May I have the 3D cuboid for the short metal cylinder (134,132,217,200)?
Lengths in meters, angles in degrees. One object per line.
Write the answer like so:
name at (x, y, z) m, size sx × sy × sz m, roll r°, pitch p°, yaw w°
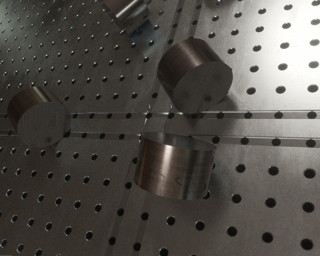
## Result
short metal cylinder at (0.016, 0.037, 0.332) m, size 0.080 × 0.080 × 0.050 m, roll 15°, pitch 99°, yaw 34°

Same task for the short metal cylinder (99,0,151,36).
short metal cylinder at (-0.060, -0.205, 0.528) m, size 0.050 × 0.080 × 0.080 m, roll -41°, pitch 51°, yaw 0°

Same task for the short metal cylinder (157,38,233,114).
short metal cylinder at (0.043, -0.064, 0.389) m, size 0.080 × 0.080 × 0.050 m, roll -33°, pitch 52°, yaw 6°

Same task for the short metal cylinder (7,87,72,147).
short metal cylinder at (-0.186, -0.017, 0.478) m, size 0.080 × 0.080 × 0.050 m, roll -46°, pitch 51°, yaw -4°
